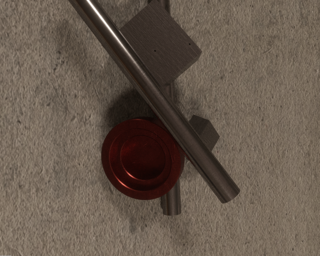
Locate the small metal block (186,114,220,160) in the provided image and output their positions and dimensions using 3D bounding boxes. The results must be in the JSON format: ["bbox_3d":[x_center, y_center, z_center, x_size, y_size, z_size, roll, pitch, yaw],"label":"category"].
[{"bbox_3d":[0.051,0.018,0.416,0.050,0.025,0.050,-58,144,-11],"label":"small metal block"}]

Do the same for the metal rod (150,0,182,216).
[{"bbox_3d":[0.008,-0.035,0.412,0.025,0.025,0.298,-4,91,-20],"label":"metal rod"}]

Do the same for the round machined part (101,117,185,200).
[{"bbox_3d":[-0.018,0.034,0.377,0.098,0.042,0.097,3,101,17],"label":"round machined part"}]

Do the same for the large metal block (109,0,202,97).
[{"bbox_3d":[-0.009,-0.090,0.373,0.080,0.050,0.080,-41,90,2],"label":"large metal block"}]

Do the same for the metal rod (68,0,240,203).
[{"bbox_3d":[-0.013,-0.045,0.337,0.025,0.025,0.299,-37,91,-16],"label":"metal rod"}]
